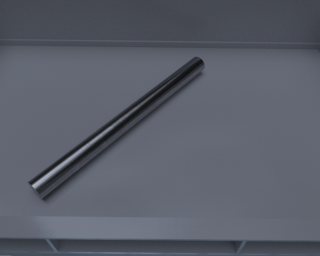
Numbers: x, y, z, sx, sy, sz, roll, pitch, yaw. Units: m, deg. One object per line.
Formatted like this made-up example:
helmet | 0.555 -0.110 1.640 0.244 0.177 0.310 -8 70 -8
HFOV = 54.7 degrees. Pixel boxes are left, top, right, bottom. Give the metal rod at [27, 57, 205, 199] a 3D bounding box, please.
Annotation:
metal rod | -0.039 -0.016 0.417 0.025 0.025 0.302 34 58 25
